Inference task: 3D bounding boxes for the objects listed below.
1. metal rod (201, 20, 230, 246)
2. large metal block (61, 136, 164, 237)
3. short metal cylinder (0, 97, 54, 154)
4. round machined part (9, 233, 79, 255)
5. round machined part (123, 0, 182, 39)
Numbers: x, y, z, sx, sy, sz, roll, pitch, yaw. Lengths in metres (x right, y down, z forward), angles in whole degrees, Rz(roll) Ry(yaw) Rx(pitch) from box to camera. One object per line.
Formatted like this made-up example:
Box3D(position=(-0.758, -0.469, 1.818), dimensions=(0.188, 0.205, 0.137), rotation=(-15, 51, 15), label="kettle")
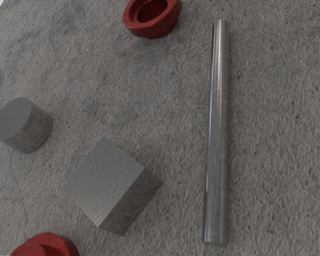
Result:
Box3D(position=(0.071, -0.016, 0.376), dimensions=(0.025, 0.025, 0.299), rotation=(-7, 59, 25), label="metal rod")
Box3D(position=(-0.057, 0.069, 0.376), dimensions=(0.080, 0.050, 0.080), rotation=(32, 79, 38), label="large metal block")
Box3D(position=(-0.225, -0.004, 0.508), dimensions=(0.080, 0.050, 0.080), rotation=(-13, 56, 21), label="short metal cylinder")
Box3D(position=(-0.146, 0.173, 0.364), dimensions=(0.098, 0.042, 0.098), rotation=(-13, 56, 21), label="round machined part")
Box3D(position=(-0.008, -0.186, 0.512), dimensions=(0.098, 0.042, 0.098), rotation=(-13, 56, 21), label="round machined part")
